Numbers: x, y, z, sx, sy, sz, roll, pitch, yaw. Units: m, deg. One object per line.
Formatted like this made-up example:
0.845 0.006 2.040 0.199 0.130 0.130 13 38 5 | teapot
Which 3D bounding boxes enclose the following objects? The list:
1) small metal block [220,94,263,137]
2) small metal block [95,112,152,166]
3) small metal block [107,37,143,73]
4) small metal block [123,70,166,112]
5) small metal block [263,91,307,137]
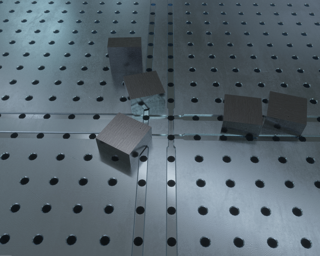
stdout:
0.111 -0.017 0.423 0.050 0.025 0.050 7 50 6 | small metal block
-0.045 0.013 0.397 0.050 0.025 0.050 24 54 19 | small metal block
-0.053 -0.114 0.487 0.050 0.050 0.025 -2 50 -2 | small metal block
-0.023 -0.055 0.454 0.050 0.025 0.050 -12 51 -10 | small metal block
0.171 -0.020 0.426 0.050 0.025 0.050 14 51 11 | small metal block
